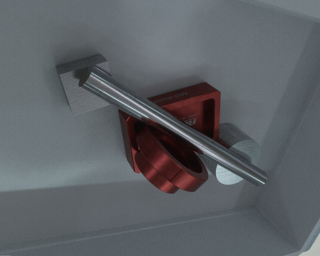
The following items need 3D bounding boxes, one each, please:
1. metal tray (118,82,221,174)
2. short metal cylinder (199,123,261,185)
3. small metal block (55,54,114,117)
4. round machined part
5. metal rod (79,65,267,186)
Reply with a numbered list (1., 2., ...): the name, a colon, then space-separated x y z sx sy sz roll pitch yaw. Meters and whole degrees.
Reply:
1. metal tray: 0.017 -0.001 0.413 0.131 0.030 0.089 -18 126 -19
2. short metal cylinder: 0.106 0.040 0.475 0.081 0.050 0.079 -14 125 -21
3. small metal block: -0.079 -0.047 0.336 0.050 0.025 0.050 -20 127 -17
4. round machined part: 0.008 0.040 0.374 0.098 0.098 0.042 31 109 -38
5. metal rod: 0.038 0.012 0.384 0.301 0.025 0.025 30 102 -32
